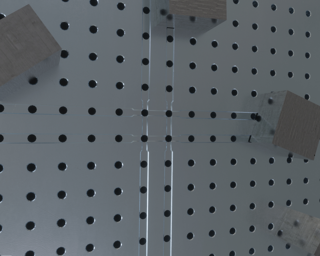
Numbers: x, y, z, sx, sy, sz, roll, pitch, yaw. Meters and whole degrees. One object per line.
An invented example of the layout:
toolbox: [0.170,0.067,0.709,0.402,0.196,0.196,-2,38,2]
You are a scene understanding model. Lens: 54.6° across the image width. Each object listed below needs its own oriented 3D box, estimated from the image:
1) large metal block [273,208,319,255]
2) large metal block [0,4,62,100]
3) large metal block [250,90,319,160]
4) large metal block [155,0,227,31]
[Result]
large metal block: [0.238,0.173,0.471,0.080,0.080,0.050,37,78,-16]
large metal block: [-0.155,-0.075,0.326,0.080,0.080,0.050,-38,102,-16]
large metal block: [0.195,-0.003,0.471,0.080,0.050,0.080,21,83,-19]
large metal block: [0.040,-0.180,0.413,0.081,0.050,0.080,-1,91,-20]
